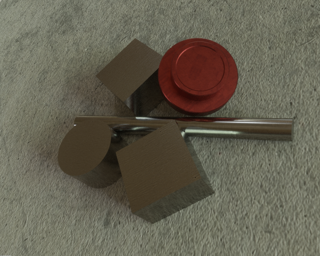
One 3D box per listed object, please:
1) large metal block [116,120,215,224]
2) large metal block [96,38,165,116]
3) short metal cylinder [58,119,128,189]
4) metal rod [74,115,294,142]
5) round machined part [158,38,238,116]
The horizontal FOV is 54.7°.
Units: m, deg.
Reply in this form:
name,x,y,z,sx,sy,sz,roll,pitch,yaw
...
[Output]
name,x,y,z,sx,sy,sz,roll,pitch,yaw
large metal block,0.005,0.051,0.355,0.080,0.050,0.080,-29,52,9
large metal block,-0.031,-0.071,0.445,0.080,0.050,0.080,-45,51,-3
short metal cylinder,-0.086,0.034,0.412,0.080,0.050,0.080,-13,56,20
metal rod,0.010,-0.003,0.402,0.300,0.025,0.025,2,63,28
round machined part,0.047,-0.066,0.379,0.099,0.042,0.098,0,79,0
